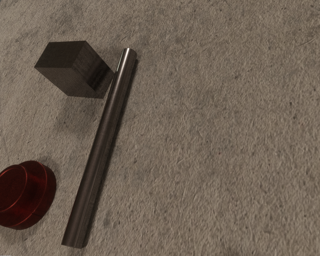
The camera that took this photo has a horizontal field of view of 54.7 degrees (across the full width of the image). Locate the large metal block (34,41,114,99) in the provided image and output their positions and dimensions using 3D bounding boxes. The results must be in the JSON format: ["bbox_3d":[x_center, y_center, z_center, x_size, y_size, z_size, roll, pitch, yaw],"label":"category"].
[{"bbox_3d":[-0.134,-0.091,0.492,0.080,0.080,0.050,7,66,31],"label":"large metal block"}]

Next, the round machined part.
[{"bbox_3d":[-0.201,0.091,0.440,0.098,0.042,0.098,-13,56,20],"label":"round machined part"}]

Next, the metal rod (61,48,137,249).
[{"bbox_3d":[-0.078,0.011,0.436,0.025,0.025,0.299,-2,61,27],"label":"metal rod"}]
